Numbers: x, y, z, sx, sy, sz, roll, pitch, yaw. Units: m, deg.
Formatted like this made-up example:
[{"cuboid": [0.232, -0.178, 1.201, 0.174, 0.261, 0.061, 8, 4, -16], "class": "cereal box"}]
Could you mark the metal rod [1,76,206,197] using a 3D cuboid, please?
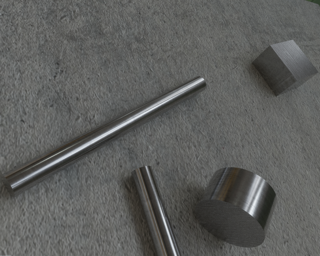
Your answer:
[{"cuboid": [-0.041, -0.007, 0.385, 0.302, 0.025, 0.025, -31, 79, -38], "class": "metal rod"}]

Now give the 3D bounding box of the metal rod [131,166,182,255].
[{"cuboid": [0.026, 0.180, 0.307, 0.025, 0.025, 0.299, -7, 65, -31], "class": "metal rod"}]

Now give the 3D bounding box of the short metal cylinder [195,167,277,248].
[{"cuboid": [0.088, 0.092, 0.360, 0.080, 0.080, 0.050, 40, 51, -2], "class": "short metal cylinder"}]

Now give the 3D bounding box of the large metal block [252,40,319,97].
[{"cuboid": [0.236, -0.114, 0.585, 0.081, 0.050, 0.080, -21, 73, -36], "class": "large metal block"}]
